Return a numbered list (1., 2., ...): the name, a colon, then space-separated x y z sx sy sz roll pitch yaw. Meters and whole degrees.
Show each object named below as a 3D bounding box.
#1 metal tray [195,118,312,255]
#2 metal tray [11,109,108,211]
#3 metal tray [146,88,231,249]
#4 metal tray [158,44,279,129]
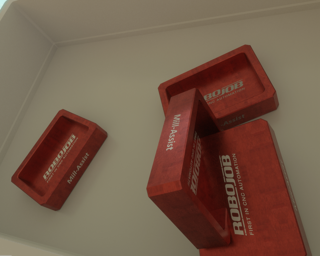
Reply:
1. metal tray: 0.077 0.065 0.298 0.090 0.030 0.130 -20 59 24
2. metal tray: -0.147 0.042 0.453 0.090 0.030 0.130 21 73 35
3. metal tray: 0.036 0.034 0.297 0.030 0.090 0.130 -20 34 28
4. metal tray: 0.068 -0.041 0.391 0.130 0.030 0.090 -23 53 14
